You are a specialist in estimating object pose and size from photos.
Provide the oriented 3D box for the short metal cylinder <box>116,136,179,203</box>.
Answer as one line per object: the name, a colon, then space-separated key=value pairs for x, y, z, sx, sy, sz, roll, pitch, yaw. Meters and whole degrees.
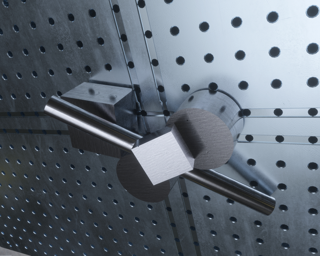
short metal cylinder: x=-0.013 y=0.056 z=0.432 sx=0.080 sy=0.050 sz=0.079 roll=13 pitch=124 yaw=21

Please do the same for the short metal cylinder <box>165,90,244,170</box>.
short metal cylinder: x=0.052 y=0.002 z=0.364 sx=0.080 sy=0.050 sz=0.079 roll=13 pitch=124 yaw=21

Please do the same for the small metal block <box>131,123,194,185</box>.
small metal block: x=0.004 y=0.030 z=0.349 sx=0.050 sy=0.025 sz=0.050 roll=-25 pitch=105 yaw=18

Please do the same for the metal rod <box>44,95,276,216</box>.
metal rod: x=0.005 y=0.037 z=0.381 sx=0.301 sy=0.025 sz=0.025 roll=25 pitch=129 yaw=-6

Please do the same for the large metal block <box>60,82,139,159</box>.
large metal block: x=-0.079 y=-0.012 z=0.422 sx=0.080 sy=0.050 sz=0.079 roll=10 pitch=123 yaw=22
